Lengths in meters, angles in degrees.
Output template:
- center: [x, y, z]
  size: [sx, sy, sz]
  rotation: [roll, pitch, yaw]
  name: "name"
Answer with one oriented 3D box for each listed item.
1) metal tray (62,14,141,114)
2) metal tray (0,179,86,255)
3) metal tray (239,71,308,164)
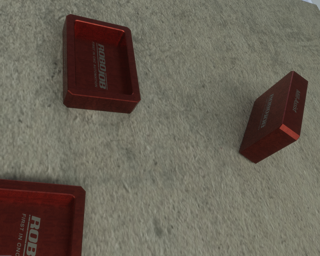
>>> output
- center: [-0.079, -0.085, 0.410]
  size: [0.091, 0.030, 0.130]
  rotation: [5, 60, -26]
  name: "metal tray"
- center: [-0.117, 0.113, 0.268]
  size: [0.091, 0.030, 0.130]
  rotation: [11, 57, -23]
  name: "metal tray"
- center: [0.172, -0.017, 0.467]
  size: [0.030, 0.090, 0.130]
  rotation: [35, 51, -6]
  name: "metal tray"
